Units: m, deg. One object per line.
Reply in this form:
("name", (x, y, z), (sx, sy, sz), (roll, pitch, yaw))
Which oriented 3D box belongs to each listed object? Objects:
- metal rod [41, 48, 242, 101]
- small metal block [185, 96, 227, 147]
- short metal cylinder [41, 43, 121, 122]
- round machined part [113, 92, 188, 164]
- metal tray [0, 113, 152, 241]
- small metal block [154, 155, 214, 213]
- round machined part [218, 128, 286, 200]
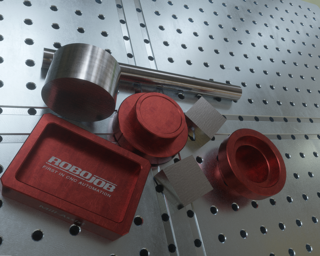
("metal rod", (-0.009, -0.072, 0.446), (0.302, 0.025, 0.025), (6, 59, -25))
("small metal block", (0.060, -0.010, 0.447), (0.050, 0.025, 0.050), (44, 51, 2))
("short metal cylinder", (-0.088, -0.050, 0.355), (0.081, 0.080, 0.050), (16, 55, -19))
("round machined part", (-0.007, -0.007, 0.397), (0.099, 0.042, 0.098), (14, 53, -20))
("metal tray", (-0.083, 0.051, 0.328), (0.131, 0.030, 0.090), (27, 53, -11))
("small metal block", (0.029, 0.068, 0.382), (0.050, 0.025, 0.050), (-21, 73, -36))
("round machined part", (0.122, 0.053, 0.430), (0.099, 0.042, 0.098), (14, 56, -21))
